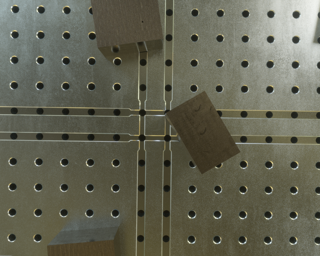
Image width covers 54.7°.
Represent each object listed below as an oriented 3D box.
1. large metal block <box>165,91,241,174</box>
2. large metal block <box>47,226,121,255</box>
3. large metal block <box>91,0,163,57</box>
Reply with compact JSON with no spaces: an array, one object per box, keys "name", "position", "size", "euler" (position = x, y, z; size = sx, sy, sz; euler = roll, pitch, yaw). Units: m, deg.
[{"name":"large metal block","position":[0.048,0.005,0.387],"size":[0.050,0.080,0.080],"euler":[-30,90,0]},{"name":"large metal block","position":[-0.093,0.178,0.400],"size":[0.081,0.050,0.079],"euler":[-5,90,-1]},{"name":"large metal block","position":[-0.042,-0.142,0.400],"size":[0.081,0.050,0.080],"euler":[-8,90,-1]}]
